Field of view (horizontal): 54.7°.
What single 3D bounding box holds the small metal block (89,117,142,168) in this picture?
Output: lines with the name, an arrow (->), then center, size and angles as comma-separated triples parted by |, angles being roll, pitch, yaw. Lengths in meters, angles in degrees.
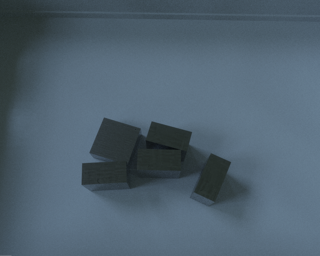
small metal block -> -0.056, 0.020, 0.402 | 0.050, 0.025, 0.050 | 17, 71, 5

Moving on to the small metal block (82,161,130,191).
small metal block -> -0.063, 0.059, 0.374 | 0.050, 0.050, 0.025 | -3, 70, -2

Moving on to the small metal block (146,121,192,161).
small metal block -> 0.011, 0.018, 0.390 | 0.050, 0.050, 0.025 | 15, 71, 5

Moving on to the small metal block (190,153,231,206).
small metal block -> 0.060, 0.064, 0.374 | 0.025, 0.050, 0.050 | 24, 72, 8

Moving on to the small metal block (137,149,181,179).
small metal block -> -0.001, 0.045, 0.380 | 0.050, 0.050, 0.025 | 2, 70, 0
